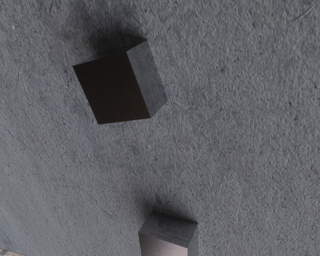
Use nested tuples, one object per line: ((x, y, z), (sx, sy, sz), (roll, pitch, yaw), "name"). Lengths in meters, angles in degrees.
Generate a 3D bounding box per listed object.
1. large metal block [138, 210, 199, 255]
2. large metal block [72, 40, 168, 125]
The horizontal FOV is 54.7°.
((0.016, 0.189, 0.499), (0.080, 0.050, 0.079), (10, 123, 23), "large metal block")
((-0.047, -0.054, 0.382), (0.080, 0.050, 0.080), (-6, 116, 31), "large metal block")
